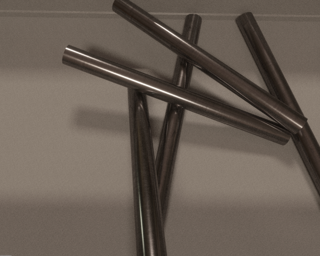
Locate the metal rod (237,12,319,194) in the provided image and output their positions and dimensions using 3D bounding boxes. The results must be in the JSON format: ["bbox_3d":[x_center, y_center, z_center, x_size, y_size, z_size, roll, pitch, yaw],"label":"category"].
[{"bbox_3d":[0.174,-0.034,0.424,0.025,0.025,0.299,-16,71,-6],"label":"metal rod"}]

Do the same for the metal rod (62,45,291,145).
[{"bbox_3d":[0.025,-0.040,0.396,0.302,0.025,0.025,20,71,-4],"label":"metal rod"}]

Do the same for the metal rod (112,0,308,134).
[{"bbox_3d":[0.058,-0.090,0.416,0.300,0.025,0.025,37,74,11],"label":"metal rod"}]

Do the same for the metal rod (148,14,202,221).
[{"bbox_3d":[0.022,-0.027,0.419,0.025,0.025,0.299,11,70,3],"label":"metal rod"}]

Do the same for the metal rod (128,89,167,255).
[{"bbox_3d":[-0.017,0.040,0.326,0.025,0.025,0.300,-6,44,-3],"label":"metal rod"}]
